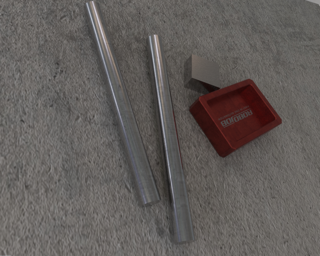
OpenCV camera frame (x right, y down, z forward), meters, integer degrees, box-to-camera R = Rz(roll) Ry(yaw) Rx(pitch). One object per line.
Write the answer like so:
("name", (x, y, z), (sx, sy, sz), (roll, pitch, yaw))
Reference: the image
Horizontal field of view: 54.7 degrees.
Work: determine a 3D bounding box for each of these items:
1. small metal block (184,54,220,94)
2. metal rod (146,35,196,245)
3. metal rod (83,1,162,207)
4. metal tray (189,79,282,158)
("small metal block", (0.066, -0.083, 0.490), (0.050, 0.025, 0.050), (16, 55, -19))
("metal rod", (0.009, -0.005, 0.411), (0.025, 0.025, 0.299), (6, 59, -25))
("metal rod", (-0.055, -0.047, 0.402), (0.025, 0.025, 0.299), (-5, 64, -31))
("metal tray", (0.119, -0.020, 0.476), (0.131, 0.030, 0.090), (-22, 74, -36))
